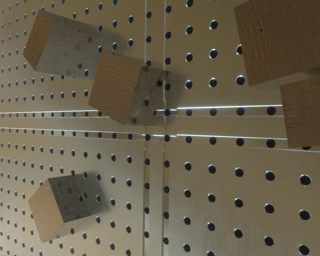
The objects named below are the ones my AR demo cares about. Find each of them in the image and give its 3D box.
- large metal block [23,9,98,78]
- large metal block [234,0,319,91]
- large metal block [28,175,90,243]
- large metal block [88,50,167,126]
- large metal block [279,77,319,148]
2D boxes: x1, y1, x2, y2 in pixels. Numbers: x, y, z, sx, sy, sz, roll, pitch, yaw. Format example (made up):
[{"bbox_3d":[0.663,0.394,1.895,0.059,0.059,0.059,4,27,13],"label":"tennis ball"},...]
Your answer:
[{"bbox_3d":[-0.162,-0.134,0.504,0.050,0.081,0.080,47,118,29],"label":"large metal block"},{"bbox_3d":[0.124,-0.085,0.290,0.080,0.050,0.080,-14,81,39],"label":"large metal block"},{"bbox_3d":[-0.176,0.139,0.535,0.080,0.050,0.080,-43,64,31],"label":"large metal block"},{"bbox_3d":[-0.047,-0.055,0.430,0.080,0.050,0.079,28,107,36],"label":"large metal block"},{"bbox_3d":[0.153,-0.014,0.247,0.080,0.081,0.050,-10,84,39],"label":"large metal block"}]
